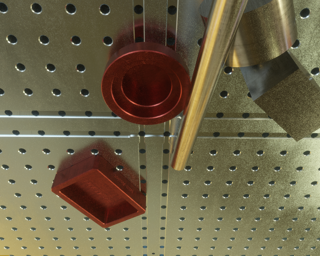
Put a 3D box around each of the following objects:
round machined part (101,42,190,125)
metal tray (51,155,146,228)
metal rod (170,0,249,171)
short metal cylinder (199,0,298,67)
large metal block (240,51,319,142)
[{"bbox_3d":[-0.015,-0.054,0.355,0.099,0.042,0.097,-1,130,0],"label":"round machined part"},{"bbox_3d":[-0.094,0.106,0.497,0.090,0.030,0.130,-26,126,20],"label":"metal tray"},{"bbox_3d":[0.040,-0.027,0.332,0.025,0.025,0.298,4,148,-4],"label":"metal rod"},{"bbox_3d":[0.083,-0.102,0.290,0.080,0.080,0.050,-18,128,14],"label":"short metal cylinder"},{"bbox_3d":[0.138,-0.045,0.339,0.080,0.080,0.050,36,121,-27],"label":"large metal block"}]
